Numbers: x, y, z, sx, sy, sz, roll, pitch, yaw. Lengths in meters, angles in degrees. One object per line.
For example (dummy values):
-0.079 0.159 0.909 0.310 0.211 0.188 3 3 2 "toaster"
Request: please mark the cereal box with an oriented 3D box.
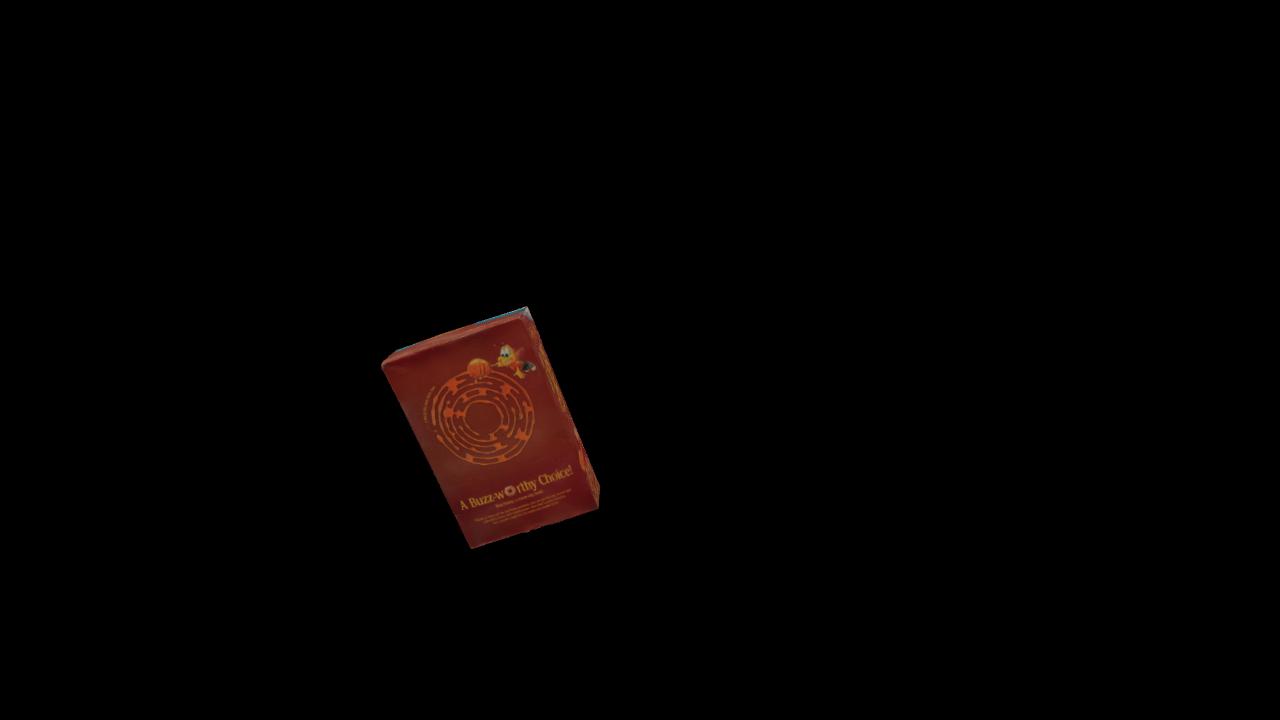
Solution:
-0.201 0.098 0.875 0.203 0.306 0.081 -19 15 4 "cereal box"
